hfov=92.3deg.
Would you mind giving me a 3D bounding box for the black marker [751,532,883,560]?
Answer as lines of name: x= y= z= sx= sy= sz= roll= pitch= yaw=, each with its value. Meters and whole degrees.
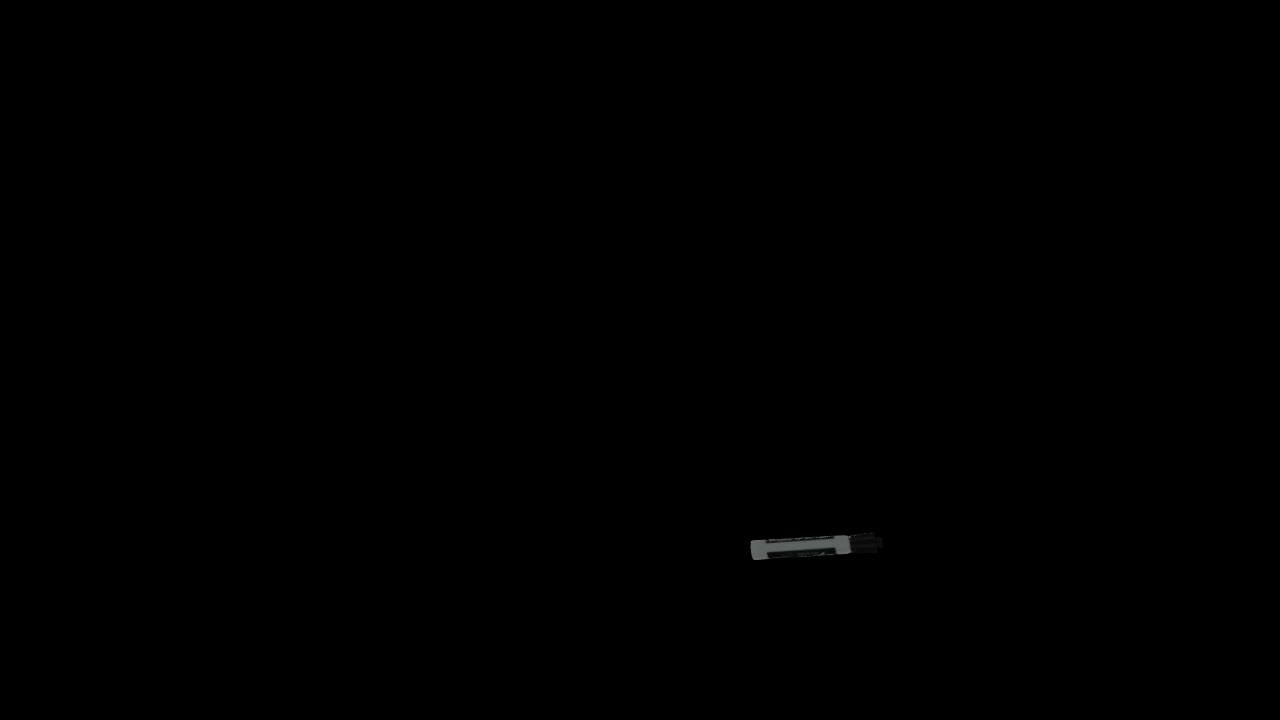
black marker: x=0.167 y=0.178 z=0.586 sx=0.121 sy=0.020 sz=0.020 roll=-10 pitch=-3 yaw=19
